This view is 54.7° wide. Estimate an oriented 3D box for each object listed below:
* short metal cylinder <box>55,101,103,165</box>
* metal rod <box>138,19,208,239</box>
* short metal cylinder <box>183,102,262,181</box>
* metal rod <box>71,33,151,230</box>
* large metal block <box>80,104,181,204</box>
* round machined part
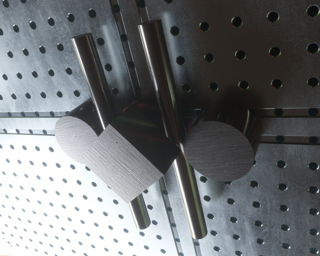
[{"bbox_3d":[-0.105,0.007,0.455,0.080,0.050,0.079,13,124,21],"label":"short metal cylinder"},{"bbox_3d":[0.023,0.021,0.385,0.025,0.025,0.298,0,119,28],"label":"metal rod"},{"bbox_3d":[0.074,0.016,0.365,0.080,0.050,0.079,13,124,21],"label":"short metal cylinder"},{"bbox_3d":[-0.060,0.022,0.429,0.025,0.025,0.298,0,119,28],"label":"metal rod"},{"bbox_3d":[-0.036,0.032,0.373,0.080,0.050,0.080,44,129,-2],"label":"large metal block"},{"bbox_3d":[-0.014,0.011,0.415,0.098,0.042,0.097,13,124,21],"label":"round machined part"}]
